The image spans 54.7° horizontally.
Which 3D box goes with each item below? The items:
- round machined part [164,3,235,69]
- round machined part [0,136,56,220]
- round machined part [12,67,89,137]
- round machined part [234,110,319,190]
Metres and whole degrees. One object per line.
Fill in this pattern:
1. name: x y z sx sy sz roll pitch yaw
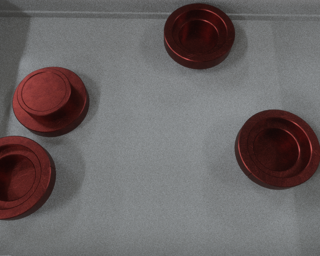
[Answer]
1. round machined part: 0.055 -0.127 0.447 0.099 0.042 0.098 0 70 0
2. round machined part: -0.176 0.062 0.377 0.099 0.042 0.098 0 70 0
3. round machined part: -0.148 -0.040 0.414 0.099 0.042 0.098 0 70 0
4. round machined part: 0.143 0.029 0.391 0.099 0.042 0.098 0 70 0
